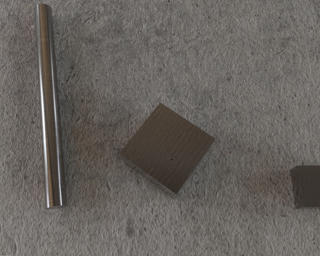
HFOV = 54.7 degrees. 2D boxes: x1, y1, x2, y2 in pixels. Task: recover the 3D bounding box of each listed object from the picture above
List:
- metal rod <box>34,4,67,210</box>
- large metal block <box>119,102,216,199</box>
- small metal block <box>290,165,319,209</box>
[{"bbox_3d":[-0.151,-0.043,0.422,0.025,0.025,0.299,-10,70,-4],"label":"metal rod"},{"bbox_3d":[0.009,0.029,0.384,0.080,0.050,0.080,34,73,11],"label":"large metal block"},{"bbox_3d":[0.194,0.074,0.383,0.050,0.025,0.050,0,70,0],"label":"small metal block"}]
